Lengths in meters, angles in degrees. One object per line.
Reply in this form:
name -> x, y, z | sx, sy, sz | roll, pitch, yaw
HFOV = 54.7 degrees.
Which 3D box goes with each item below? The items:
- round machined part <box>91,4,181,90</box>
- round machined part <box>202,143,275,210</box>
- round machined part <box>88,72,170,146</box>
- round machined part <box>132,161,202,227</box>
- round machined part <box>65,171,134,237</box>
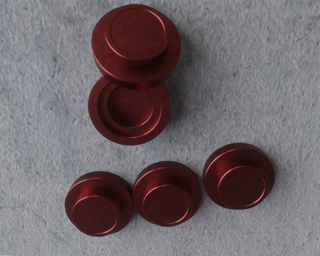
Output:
round machined part -> -0.025, -0.095, 0.339 | 0.099, 0.042, 0.098 | 2, 74, -7
round machined part -> 0.111, 0.073, 0.429 | 0.099, 0.042, 0.097 | 0, 110, -1
round machined part -> -0.037, -0.031, 0.389 | 0.099, 0.042, 0.097 | 0, 110, -1
round machined part -> 0.010, 0.099, 0.438 | 0.099, 0.042, 0.097 | 0, 110, -1
round machined part -> -0.087, 0.115, 0.442 | 0.099, 0.042, 0.097 | 0, 110, -1
